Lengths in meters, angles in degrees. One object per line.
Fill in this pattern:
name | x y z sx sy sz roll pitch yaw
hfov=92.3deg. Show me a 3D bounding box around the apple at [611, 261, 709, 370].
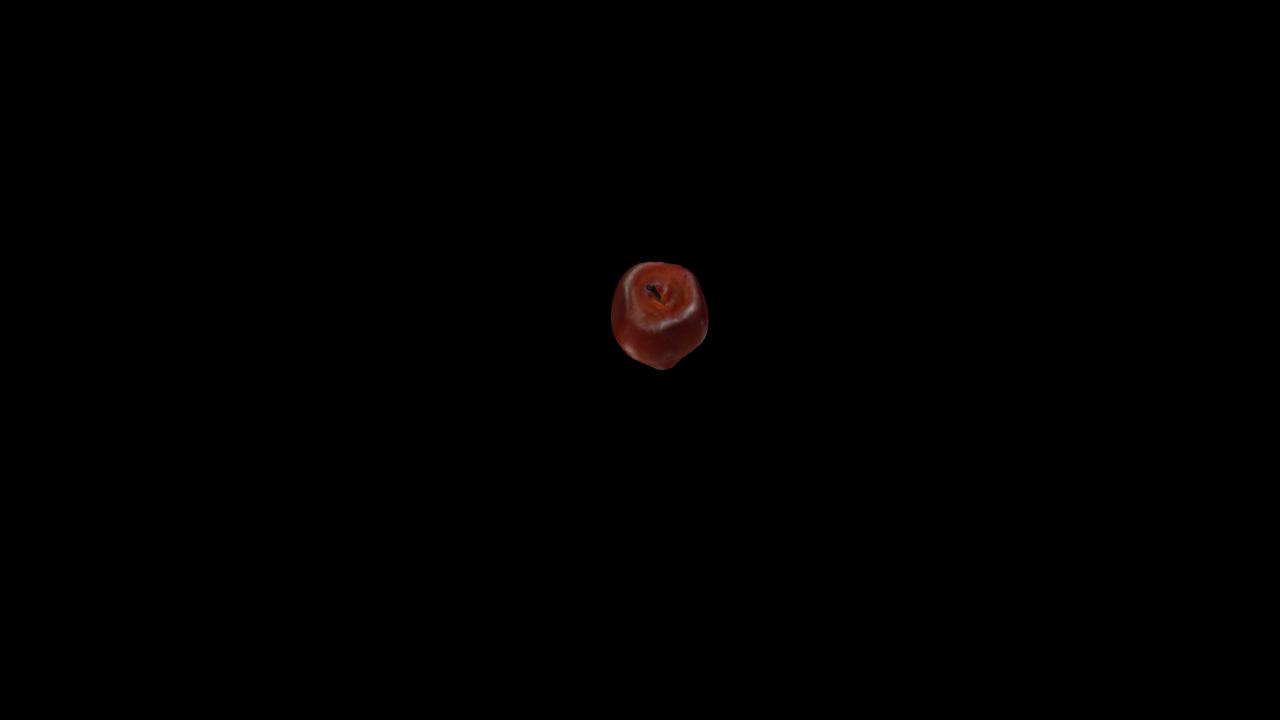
apple | 0.014 -0.034 0.474 0.079 0.079 0.093 0 -25 4
